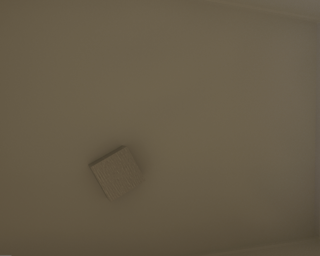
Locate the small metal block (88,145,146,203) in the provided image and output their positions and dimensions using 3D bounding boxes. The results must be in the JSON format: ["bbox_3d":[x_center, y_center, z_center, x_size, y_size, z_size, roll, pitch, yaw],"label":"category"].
[{"bbox_3d":[-0.054,0.056,0.390,0.050,0.025,0.050,-30,100,-18],"label":"small metal block"}]
